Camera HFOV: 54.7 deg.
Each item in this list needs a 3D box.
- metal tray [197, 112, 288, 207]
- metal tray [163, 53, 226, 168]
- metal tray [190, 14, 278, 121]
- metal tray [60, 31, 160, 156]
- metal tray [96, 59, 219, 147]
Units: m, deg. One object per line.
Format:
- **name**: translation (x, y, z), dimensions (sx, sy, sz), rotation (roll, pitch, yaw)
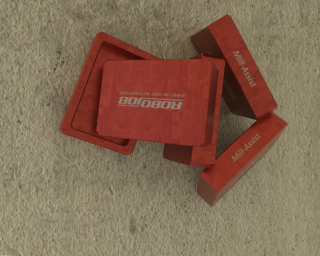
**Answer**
- **metal tray**: translation (0.107, 0.043, 0.417), dimensions (0.130, 0.090, 0.030), rotation (-40, 68, -15)
- **metal tray**: translation (0.040, -0.020, 0.392), dimensions (0.030, 0.090, 0.129), rotation (7, 88, -20)
- **metal tray**: translation (0.094, -0.076, 0.409), dimensions (0.030, 0.090, 0.130), rotation (-32, 101, -3)
- **metal tray**: translation (-0.059, -0.041, 0.387), dimensions (0.091, 0.030, 0.129), rotation (21, 83, -19)
- **metal tray**: translation (-0.005, -0.029, 0.349), dimensions (0.130, 0.030, 0.089), rotation (5, 88, 24)
